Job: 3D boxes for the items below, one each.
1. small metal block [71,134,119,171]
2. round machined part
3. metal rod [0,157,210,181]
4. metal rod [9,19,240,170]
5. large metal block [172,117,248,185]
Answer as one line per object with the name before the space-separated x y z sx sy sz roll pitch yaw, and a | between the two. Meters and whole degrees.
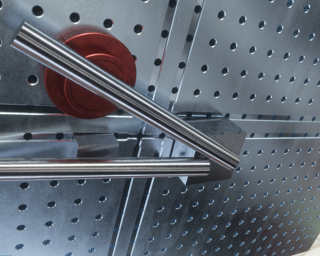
small metal block | -0.083 0.035 0.389 0.050 0.025 0.050 -1 119 -29
round machined part | -0.071 -0.052 0.330 0.099 0.042 0.097 -14 125 -21
metal rod | -0.084 0.047 0.360 0.302 0.025 0.025 2 118 -18
metal rod | -0.008 -0.016 0.336 0.301 0.025 0.025 30 102 -35
large metal block | 0.068 0.032 0.450 0.081 0.050 0.079 -2 120 -28
